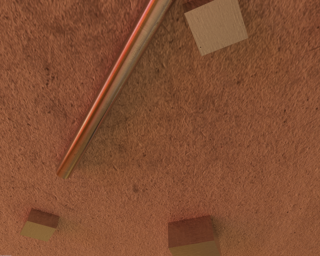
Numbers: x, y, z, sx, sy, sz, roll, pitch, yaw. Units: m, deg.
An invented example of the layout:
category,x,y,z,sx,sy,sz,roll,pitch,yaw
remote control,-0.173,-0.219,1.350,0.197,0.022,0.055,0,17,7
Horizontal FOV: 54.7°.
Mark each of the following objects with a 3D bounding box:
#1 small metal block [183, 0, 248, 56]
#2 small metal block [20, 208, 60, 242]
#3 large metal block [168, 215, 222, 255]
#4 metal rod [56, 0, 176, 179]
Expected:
category,x,y,z,sx,sy,sz,roll,pitch,yaw
small metal block,0.056,-0.109,0.315,0.050,0.025,0.050,-19,128,15
small metal block,-0.215,0.174,0.552,0.050,0.025,0.050,24,126,-20
large metal block,0.065,0.211,0.572,0.080,0.050,0.080,-14,129,11
metal rod,-0.068,-0.034,0.377,0.025,0.025,0.298,24,126,-19
